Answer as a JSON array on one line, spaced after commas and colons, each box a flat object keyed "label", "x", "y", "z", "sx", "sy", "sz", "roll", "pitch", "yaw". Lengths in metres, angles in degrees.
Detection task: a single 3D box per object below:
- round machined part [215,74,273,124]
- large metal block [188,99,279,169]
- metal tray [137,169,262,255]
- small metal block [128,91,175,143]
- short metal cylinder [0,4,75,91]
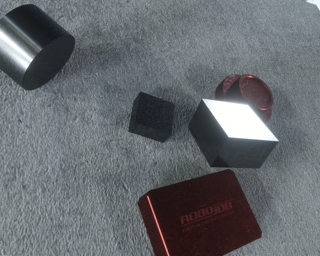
[{"label": "round machined part", "x": 0.143, "y": -0.049, "z": 0.502, "sx": 0.099, "sy": 0.042, "sz": 0.098, "roll": 14, "pitch": 56, "yaw": -21}, {"label": "large metal block", "x": 0.096, "y": 0.008, "z": 0.420, "sx": 0.081, "sy": 0.050, "sz": 0.080, "roll": 5, "pitch": 37, "yaw": -26}, {"label": "metal tray", "x": 0.049, "y": 0.106, "z": 0.364, "sx": 0.131, "sy": 0.030, "sz": 0.090, "roll": -9, "pitch": 66, "yaw": -32}, {"label": "small metal block", "x": -0.011, "y": -0.014, "z": 0.408, "sx": 0.050, "sy": 0.025, "sz": 0.050, "roll": 19, "pitch": 54, "yaw": -18}, {"label": "short metal cylinder", "x": -0.142, "y": -0.089, "z": 0.346, "sx": 0.050, "sy": 0.080, "sz": 0.080, "roll": 41, "pitch": 51, "yaw": -1}]
